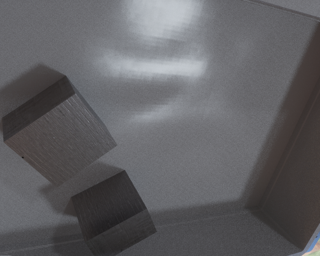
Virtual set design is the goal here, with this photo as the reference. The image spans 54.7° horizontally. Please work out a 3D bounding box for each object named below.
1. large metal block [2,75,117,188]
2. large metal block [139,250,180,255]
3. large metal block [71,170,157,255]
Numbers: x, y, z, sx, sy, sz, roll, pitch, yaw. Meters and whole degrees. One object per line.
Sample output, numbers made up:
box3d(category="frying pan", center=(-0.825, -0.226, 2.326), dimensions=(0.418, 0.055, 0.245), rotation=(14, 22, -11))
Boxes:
box3d(category="large metal block", center=(-0.107, 0.004, 0.337), dimensions=(0.080, 0.050, 0.080), rotation=(-36, 129, -5))
box3d(category="large metal block", center=(-0.006, 0.272, 0.560), dimensions=(0.081, 0.050, 0.079), rotation=(10, 114, -33))
box3d(category="large metal block", center=(-0.062, 0.114, 0.410), dimensions=(0.080, 0.080, 0.050), rotation=(-26, 128, -12))
